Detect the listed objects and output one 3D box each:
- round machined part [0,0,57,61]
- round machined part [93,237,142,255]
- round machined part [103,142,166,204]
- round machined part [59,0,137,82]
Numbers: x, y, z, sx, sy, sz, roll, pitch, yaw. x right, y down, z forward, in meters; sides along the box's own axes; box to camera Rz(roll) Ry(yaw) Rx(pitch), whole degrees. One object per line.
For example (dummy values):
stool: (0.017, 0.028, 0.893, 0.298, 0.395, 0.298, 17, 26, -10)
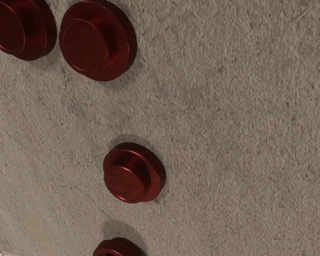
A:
round machined part: (-0.191, -0.136, 0.410, 0.098, 0.042, 0.097, 13, 124, 20)
round machined part: (-0.074, 0.246, 0.585, 0.098, 0.042, 0.097, 13, 124, 20)
round machined part: (-0.044, 0.073, 0.463, 0.098, 0.042, 0.097, 13, 124, 20)
round machined part: (-0.081, -0.101, 0.374, 0.098, 0.042, 0.097, 13, 124, 20)
